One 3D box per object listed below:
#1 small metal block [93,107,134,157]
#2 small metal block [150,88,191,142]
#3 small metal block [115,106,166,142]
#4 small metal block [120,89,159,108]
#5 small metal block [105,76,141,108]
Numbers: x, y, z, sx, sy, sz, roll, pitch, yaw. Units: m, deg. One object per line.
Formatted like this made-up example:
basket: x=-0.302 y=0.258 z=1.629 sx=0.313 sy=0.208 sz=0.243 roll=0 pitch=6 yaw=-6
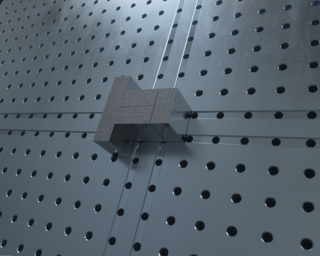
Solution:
small metal block: x=-0.058 y=0.006 z=0.416 sx=0.025 sy=0.050 sz=0.050 roll=0 pitch=62 yaw=28
small metal block: x=0.015 y=-0.016 z=0.392 sx=0.025 sy=0.050 sz=0.050 roll=0 pitch=62 yaw=28
small metal block: x=-0.022 y=-0.005 z=0.404 sx=0.050 sy=0.050 sz=0.025 roll=0 pitch=62 yaw=28
small metal block: x=-0.016 y=-0.027 z=0.415 sx=0.050 sy=0.050 sz=0.025 roll=0 pitch=62 yaw=28
small metal block: x=-0.047 y=-0.038 z=0.438 sx=0.025 sy=0.050 sz=0.050 roll=0 pitch=62 yaw=28
